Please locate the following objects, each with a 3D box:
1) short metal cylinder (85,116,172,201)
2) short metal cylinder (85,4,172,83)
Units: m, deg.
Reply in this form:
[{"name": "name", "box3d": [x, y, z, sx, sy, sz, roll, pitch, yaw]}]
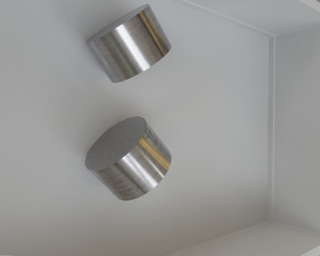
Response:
[{"name": "short metal cylinder", "box3d": [-0.035, 0.033, 0.343, 0.080, 0.080, 0.050, -52, 121, -27]}, {"name": "short metal cylinder", "box3d": [-0.034, -0.094, 0.343, 0.080, 0.080, 0.050, -48, 119, -30]}]
